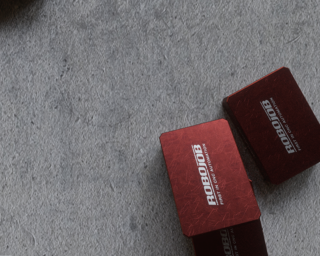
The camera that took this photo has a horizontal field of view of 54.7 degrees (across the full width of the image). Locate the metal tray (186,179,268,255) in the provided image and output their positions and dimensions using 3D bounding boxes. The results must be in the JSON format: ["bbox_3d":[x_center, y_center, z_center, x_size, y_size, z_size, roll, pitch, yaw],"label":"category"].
[{"bbox_3d":[0.086,0.135,0.408,0.091,0.030,0.129,-12,90,0],"label":"metal tray"}]

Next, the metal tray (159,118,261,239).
[{"bbox_3d":[0.058,0.060,0.383,0.091,0.030,0.130,-14,66,-1],"label":"metal tray"}]

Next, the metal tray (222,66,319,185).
[{"bbox_3d":[0.153,-0.003,0.409,0.090,0.030,0.130,-29,90,0],"label":"metal tray"}]
